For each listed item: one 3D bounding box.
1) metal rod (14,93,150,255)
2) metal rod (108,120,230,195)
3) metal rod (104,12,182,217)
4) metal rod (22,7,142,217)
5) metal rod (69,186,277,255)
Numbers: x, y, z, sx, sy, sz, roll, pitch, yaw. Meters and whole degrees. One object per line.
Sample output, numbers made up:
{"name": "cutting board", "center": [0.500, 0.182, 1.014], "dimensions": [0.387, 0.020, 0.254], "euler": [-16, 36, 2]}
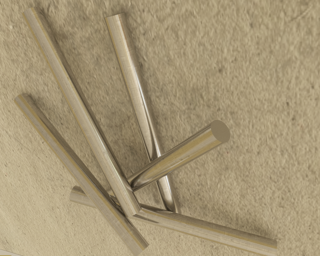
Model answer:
{"name": "metal rod", "center": [-0.122, 0.060, 0.457], "dimensions": [0.300, 0.025, 0.025], "euler": [47, 130, 14]}
{"name": "metal rod", "center": [-0.017, 0.064, 0.421], "dimensions": [0.025, 0.025, 0.299], "euler": [46, 139, -5]}
{"name": "metal rod", "center": [-0.015, 0.002, 0.414], "dimensions": [0.025, 0.025, 0.298], "euler": [-1, 118, 28]}
{"name": "metal rod", "center": [-0.102, -0.016, 0.416], "dimensions": [0.025, 0.025, 0.299], "euler": [-21, 98, 35]}
{"name": "metal rod", "center": [0.011, 0.133, 0.448], "dimensions": [0.301, 0.025, 0.025], "euler": [12, 124, 11]}
